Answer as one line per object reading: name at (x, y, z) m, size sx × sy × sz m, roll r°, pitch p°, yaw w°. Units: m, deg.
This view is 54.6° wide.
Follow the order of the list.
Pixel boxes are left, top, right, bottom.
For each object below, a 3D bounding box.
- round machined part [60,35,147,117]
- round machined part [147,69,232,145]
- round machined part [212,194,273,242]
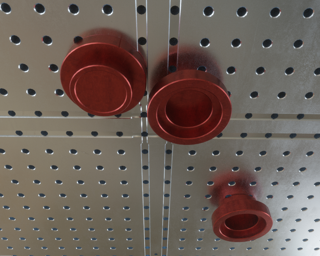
round machined part at (-0.065, -0.052, 0.356) m, size 0.099 × 0.042 × 0.097 m, roll 0°, pitch 130°, yaw 0°
round machined part at (0.034, -0.029, 0.376) m, size 0.099 × 0.042 × 0.097 m, roll 0°, pitch 130°, yaw 0°
round machined part at (0.137, 0.150, 0.529) m, size 0.099 × 0.042 × 0.097 m, roll 0°, pitch 130°, yaw 0°
